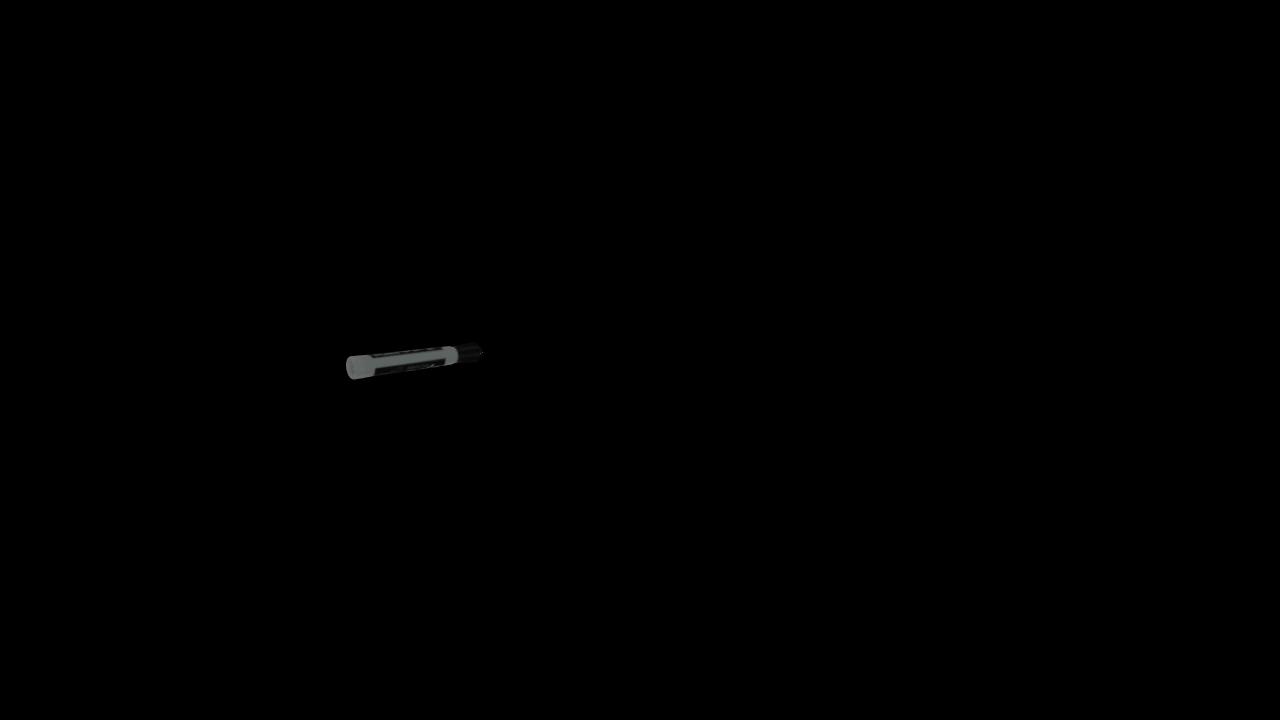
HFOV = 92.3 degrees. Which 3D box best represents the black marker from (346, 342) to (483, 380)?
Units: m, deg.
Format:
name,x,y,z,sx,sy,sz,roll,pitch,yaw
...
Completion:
name,x,y,z,sx,sy,sz,roll,pitch,yaw
black marker,-0.189,-0.001,0.532,0.020,0.020,0.121,0,7,41
